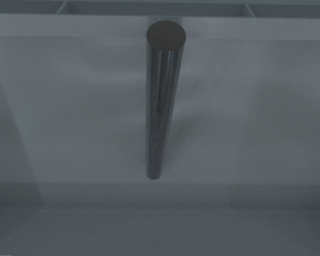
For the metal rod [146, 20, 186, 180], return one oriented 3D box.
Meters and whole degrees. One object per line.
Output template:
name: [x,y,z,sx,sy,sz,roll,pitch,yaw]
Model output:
metal rod: [-0.003,0.004,0.331,0.025,0.025,0.299,2,155,-2]
